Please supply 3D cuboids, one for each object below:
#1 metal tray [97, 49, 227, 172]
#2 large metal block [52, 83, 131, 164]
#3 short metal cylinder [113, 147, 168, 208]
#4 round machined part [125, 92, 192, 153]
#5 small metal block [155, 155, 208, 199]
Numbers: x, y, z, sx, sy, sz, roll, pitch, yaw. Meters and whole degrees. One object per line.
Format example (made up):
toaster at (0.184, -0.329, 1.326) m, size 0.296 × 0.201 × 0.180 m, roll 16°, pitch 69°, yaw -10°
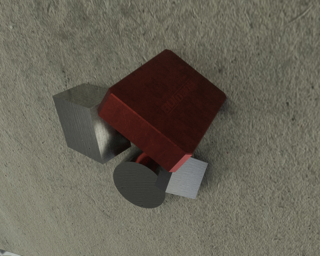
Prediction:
metal tray at (0.010, -0.026, 0.317) m, size 0.090 × 0.131 × 0.030 m, roll 39°, pitch 129°, yaw 1°
large metal block at (-0.091, -0.008, 0.417) m, size 0.080 × 0.050 × 0.079 m, roll 18°, pitch 128°, yaw 38°
short metal cylinder at (-0.019, 0.067, 0.443) m, size 0.080 × 0.050 × 0.079 m, roll 13°, pitch 124°, yaw 20°
round machined part at (-0.006, -0.008, 0.395) m, size 0.098 × 0.042 × 0.097 m, roll 13°, pitch 124°, yaw 20°
small metal block at (0.028, 0.060, 0.399) m, size 0.050 × 0.050 × 0.025 m, roll 21°, pitch 178°, yaw -34°
